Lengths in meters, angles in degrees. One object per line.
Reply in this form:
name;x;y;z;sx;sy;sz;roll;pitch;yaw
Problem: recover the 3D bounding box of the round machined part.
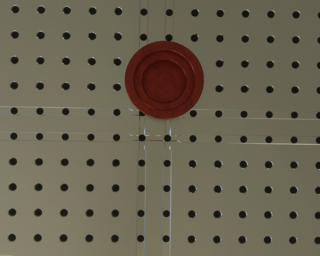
round machined part;0.006;-0.060;0.405;0.099;0.042;0.097;0;90;-1
